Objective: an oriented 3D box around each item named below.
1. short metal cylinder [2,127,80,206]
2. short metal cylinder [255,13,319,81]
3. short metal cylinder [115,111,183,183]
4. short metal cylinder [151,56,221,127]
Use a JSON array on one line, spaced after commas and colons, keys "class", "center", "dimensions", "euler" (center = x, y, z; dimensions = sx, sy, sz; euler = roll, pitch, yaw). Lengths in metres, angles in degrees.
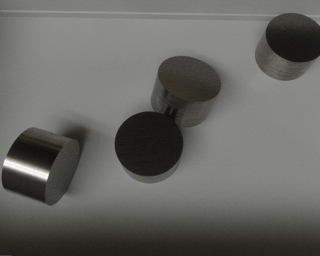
[{"class": "short metal cylinder", "center": [-0.136, 0.044, 0.363], "dimensions": [0.050, 0.080, 0.080], "euler": [17, 71, 6]}, {"class": "short metal cylinder", "center": [0.183, -0.114, 0.441], "dimensions": [0.081, 0.050, 0.080], "euler": [0, 70, 0]}, {"class": "short metal cylinder", "center": [-0.013, 0.026, 0.387], "dimensions": [0.081, 0.050, 0.080], "euler": [0, 70, 0]}, {"class": "short metal cylinder", "center": [0.032, -0.047, 0.401], "dimensions": [0.081, 0.050, 0.080], "euler": [7, 52, -9]}]
